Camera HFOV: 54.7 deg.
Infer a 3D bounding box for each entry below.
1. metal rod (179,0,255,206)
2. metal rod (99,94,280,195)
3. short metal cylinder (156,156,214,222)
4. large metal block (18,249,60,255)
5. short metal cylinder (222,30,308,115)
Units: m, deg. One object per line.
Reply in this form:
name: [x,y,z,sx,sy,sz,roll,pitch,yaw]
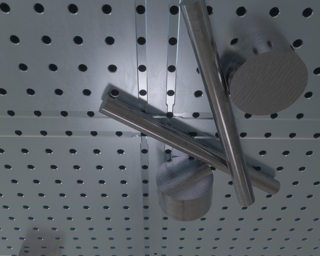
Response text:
metal rod: [0.080,-0.009,0.384,0.025,0.025,0.299,-15,123,12]
metal rod: [0.056,0.032,0.438,0.301,0.025,0.025,26,125,-21]
short metal cylinder: [0.036,0.087,0.450,0.080,0.080,0.050,-3,130,2]
large metal block: [-0.259,0.303,0.651,0.081,0.050,0.079,12,129,-10]
short metal cylinder: [0.114,-0.061,0.345,0.081,0.050,0.079,0,130,0]
